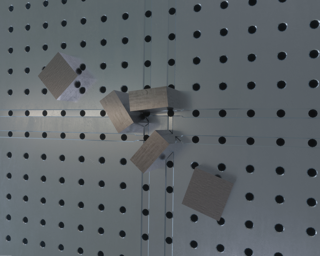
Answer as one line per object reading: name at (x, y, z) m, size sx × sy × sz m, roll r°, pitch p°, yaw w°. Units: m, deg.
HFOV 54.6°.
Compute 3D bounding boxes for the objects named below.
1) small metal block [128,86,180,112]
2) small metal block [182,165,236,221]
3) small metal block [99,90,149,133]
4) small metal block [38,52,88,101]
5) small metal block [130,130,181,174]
small metal block at (-0.006, -0.036, 0.402) m, size 0.050 × 0.050 × 0.025 m, roll -6°, pitch 88°, yaw 20°
small metal block at (0.062, 0.081, 0.391) m, size 0.050 × 0.025 × 0.050 m, roll 22°, pitch 97°, yaw 18°
small metal block at (-0.047, -0.021, 0.416) m, size 0.025 × 0.050 × 0.050 m, roll -35°, pitch 79°, yaw 17°
small metal block at (-0.146, -0.076, 0.465) m, size 0.050 × 0.025 × 0.050 m, roll -44°, pitch 77°, yaw 15°
small metal block at (-0.005, 0.029, 0.401) m, size 0.025 × 0.050 × 0.050 m, roll 44°, pitch 104°, yaw 15°
